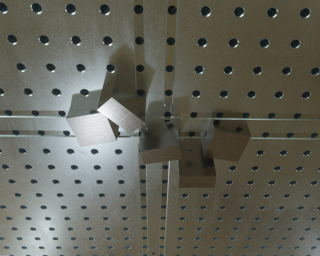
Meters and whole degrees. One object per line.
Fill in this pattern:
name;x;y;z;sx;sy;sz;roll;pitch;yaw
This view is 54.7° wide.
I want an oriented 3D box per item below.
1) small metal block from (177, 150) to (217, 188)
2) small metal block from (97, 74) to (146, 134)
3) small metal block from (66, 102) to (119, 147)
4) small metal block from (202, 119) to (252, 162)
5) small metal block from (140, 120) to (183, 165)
small metal block;0.051;0.059;0.446;0.050;0.050;0.025;0;130;0
small metal block;-0.044;-0.029;0.370;0.025;0.050;0.050;-36;122;26
small metal block;-0.087;-0.005;0.406;0.050;0.025;0.050;-10;130;7
small metal block;0.091;0.018;0.429;0.050;0.025;0.050;8;130;-8
small metal block;0.002;0.018;0.411;0.050;0.050;0.025;-9;130;7
